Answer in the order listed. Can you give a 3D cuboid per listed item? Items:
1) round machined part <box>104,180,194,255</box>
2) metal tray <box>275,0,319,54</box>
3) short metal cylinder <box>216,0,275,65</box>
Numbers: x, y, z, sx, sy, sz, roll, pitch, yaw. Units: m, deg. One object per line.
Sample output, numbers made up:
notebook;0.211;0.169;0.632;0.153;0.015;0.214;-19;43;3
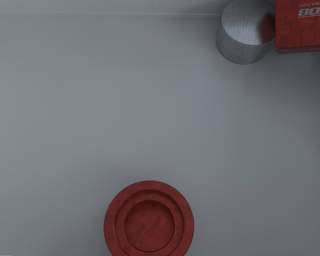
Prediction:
round machined part;-0.012;0.113;0.356;0.099;0.042;0.098;0;64;0
metal tray;0.211;-0.143;0.380;0.130;0.030;0.089;1;90;21
short metal cylinder;0.125;-0.140;0.449;0.081;0.050;0.080;0;70;0
